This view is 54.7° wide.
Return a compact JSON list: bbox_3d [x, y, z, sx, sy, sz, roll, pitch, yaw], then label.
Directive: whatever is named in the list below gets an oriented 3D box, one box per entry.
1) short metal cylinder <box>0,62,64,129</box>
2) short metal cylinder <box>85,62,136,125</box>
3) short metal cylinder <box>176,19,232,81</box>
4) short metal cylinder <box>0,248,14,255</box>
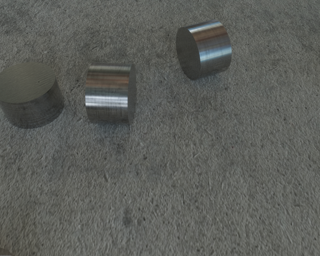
[{"bbox_3d":[-0.178,-0.045,0.424,0.080,0.050,0.080,0,50,0],"label":"short metal cylinder"},{"bbox_3d":[-0.061,-0.044,0.404,0.050,0.080,0.080,3,50,2],"label":"short metal cylinder"},{"bbox_3d":[0.064,-0.117,0.466,0.050,0.080,0.080,-19,53,-15],"label":"short metal cylinder"},{"bbox_3d":[-0.149,0.148,0.261,0.080,0.050,0.080,0,50,0],"label":"short metal cylinder"}]
